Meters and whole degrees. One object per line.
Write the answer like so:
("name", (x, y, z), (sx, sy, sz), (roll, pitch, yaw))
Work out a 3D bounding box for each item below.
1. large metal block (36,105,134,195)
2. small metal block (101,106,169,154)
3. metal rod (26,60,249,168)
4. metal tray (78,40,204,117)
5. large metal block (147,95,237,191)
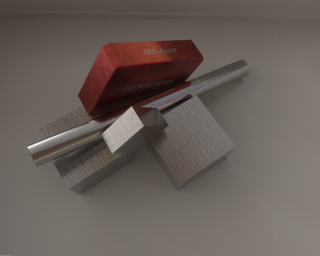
("large metal block", (-0.090, 0.023, 0.383), (0.080, 0.050, 0.080), (-32, 73, -11))
("small metal block", (-0.027, 0.002, 0.342), (0.050, 0.050, 0.025), (-40, 71, 25))
("metal rod", (-0.006, -0.028, 0.379), (0.302, 0.025, 0.025), (-25, 72, -25))
("metal tray", (-0.021, -0.060, 0.367), (0.131, 0.090, 0.030), (-16, 69, -40))
("large metal block", (0.034, 0.019, 0.388), (0.080, 0.050, 0.080), (-32, 73, -11))
